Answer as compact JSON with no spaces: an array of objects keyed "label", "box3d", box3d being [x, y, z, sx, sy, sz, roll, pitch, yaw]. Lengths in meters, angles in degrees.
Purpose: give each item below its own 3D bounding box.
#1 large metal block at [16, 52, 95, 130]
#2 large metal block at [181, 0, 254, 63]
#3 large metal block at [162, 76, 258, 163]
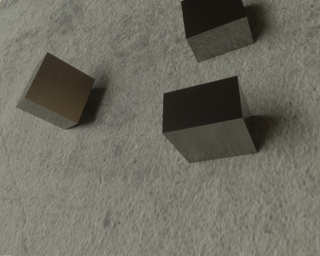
[{"label":"large metal block","box3d":[-0.158,-0.054,0.473,0.050,0.080,0.080,-18,50,51]},{"label":"large metal block","box3d":[0.079,-0.150,0.437,0.080,0.050,0.080,-16,55,19]},{"label":"large metal block","box3d":[0.056,-0.005,0.341,0.080,0.080,0.050,-11,57,22]}]
